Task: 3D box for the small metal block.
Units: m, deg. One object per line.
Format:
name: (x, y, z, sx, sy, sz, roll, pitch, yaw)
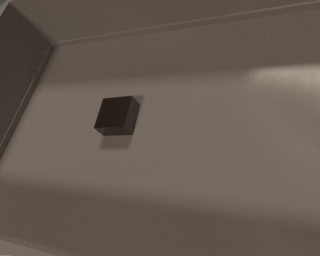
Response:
small metal block: (-0.061, -0.017, 0.447, 0.050, 0.025, 0.050, -2, 61, 26)
